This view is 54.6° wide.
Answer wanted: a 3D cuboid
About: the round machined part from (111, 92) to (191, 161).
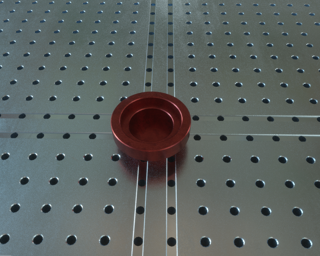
[{"bbox_3d":[-0.011,0.002,0.395,0.099,0.042,0.098,0,50,0],"label":"round machined part"}]
